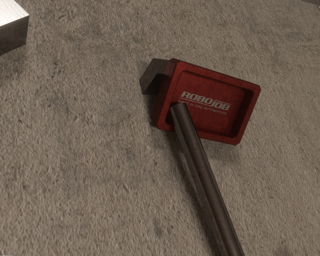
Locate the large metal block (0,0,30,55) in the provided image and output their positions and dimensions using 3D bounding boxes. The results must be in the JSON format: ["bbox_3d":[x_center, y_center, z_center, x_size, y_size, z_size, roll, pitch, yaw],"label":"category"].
[{"bbox_3d":[-0.211,-0.124,0.350,0.080,0.050,0.080,44,51,1],"label":"large metal block"}]

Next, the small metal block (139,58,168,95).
[{"bbox_3d":[0.005,-0.070,0.435,0.050,0.050,0.025,1,62,-28],"label":"small metal block"}]

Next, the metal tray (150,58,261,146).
[{"bbox_3d":[0.062,-0.033,0.419,0.131,0.089,0.030,12,15,-22],"label":"metal tray"}]

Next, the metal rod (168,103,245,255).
[{"bbox_3d":[0.070,0.110,0.357,0.025,0.025,0.299,-10,73,-33],"label":"metal rod"}]
